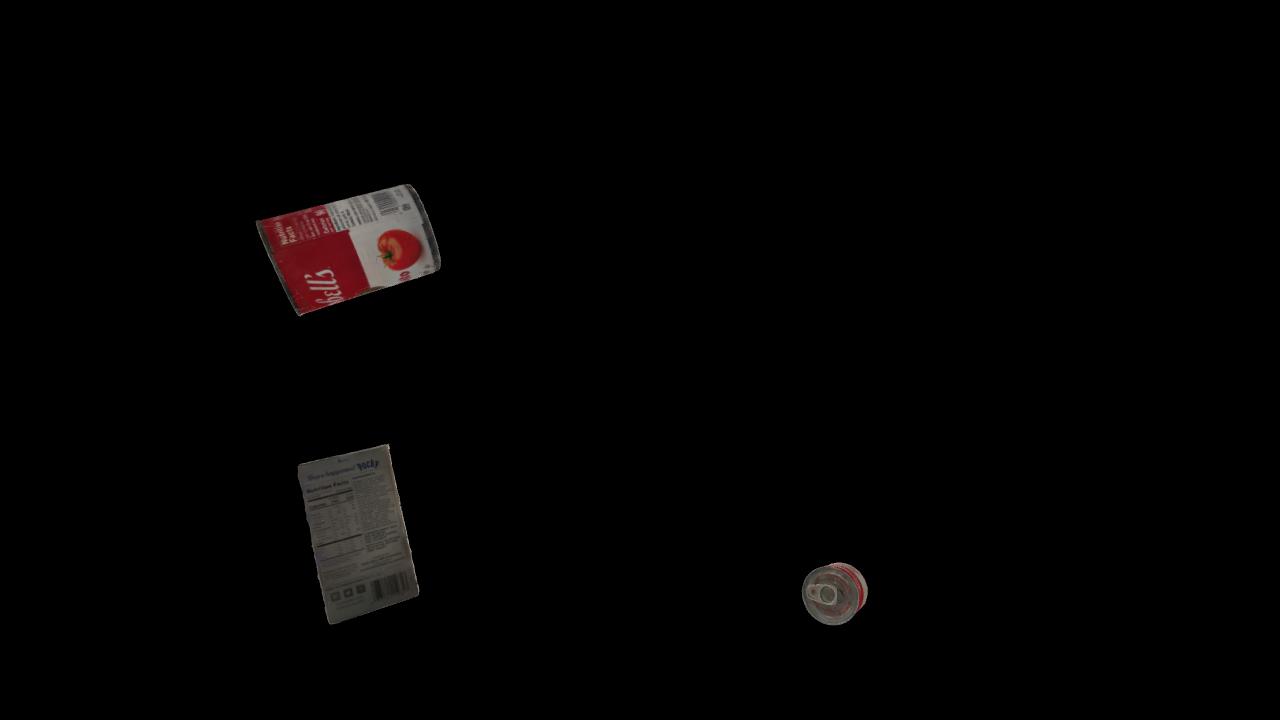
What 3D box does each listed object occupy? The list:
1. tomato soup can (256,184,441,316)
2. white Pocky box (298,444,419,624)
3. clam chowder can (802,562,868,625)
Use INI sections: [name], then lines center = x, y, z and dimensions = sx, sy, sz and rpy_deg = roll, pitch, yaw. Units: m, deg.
[tomato soup can]
center = -0.200, -0.079, 0.432
dimensions = 0.101, 0.068, 0.068
rpy_deg = -24, 10, -23
[white Pocky box]
center = -0.274, 0.167, 0.602
dimensions = 0.084, 0.154, 0.028
rpy_deg = -12, -4, -22
[clam chowder can]
center = 0.251, 0.296, 0.785
dimensions = 0.068, 0.068, 0.102
rpy_deg = 0, -14, 27
